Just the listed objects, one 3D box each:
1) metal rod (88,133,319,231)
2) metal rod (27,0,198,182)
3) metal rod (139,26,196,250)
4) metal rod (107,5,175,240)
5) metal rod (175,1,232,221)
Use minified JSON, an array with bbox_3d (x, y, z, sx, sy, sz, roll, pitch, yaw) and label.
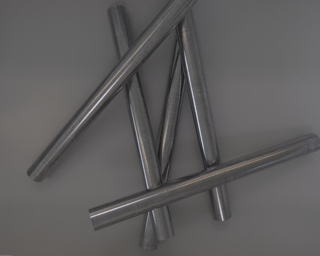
[{"bbox_3d":[0.066,0.060,0.377,0.302,0.025,0.025,-16,90,-14],"label":"metal rod"},{"bbox_3d":[-0.066,-0.045,0.381,0.025,0.025,0.299,43,101,0],"label":"metal rod"},{"bbox_3d":[0.010,0.010,0.411,0.025,0.025,0.298,10,90,0],"label":"metal rod"},{"bbox_3d":[-0.026,-0.011,0.395,0.025,0.025,0.298,-12,84,0],"label":"metal rod"},{"bbox_3d":[0.052,-0.027,0.395,0.025,0.025,0.298,-12,97,0],"label":"metal rod"}]
